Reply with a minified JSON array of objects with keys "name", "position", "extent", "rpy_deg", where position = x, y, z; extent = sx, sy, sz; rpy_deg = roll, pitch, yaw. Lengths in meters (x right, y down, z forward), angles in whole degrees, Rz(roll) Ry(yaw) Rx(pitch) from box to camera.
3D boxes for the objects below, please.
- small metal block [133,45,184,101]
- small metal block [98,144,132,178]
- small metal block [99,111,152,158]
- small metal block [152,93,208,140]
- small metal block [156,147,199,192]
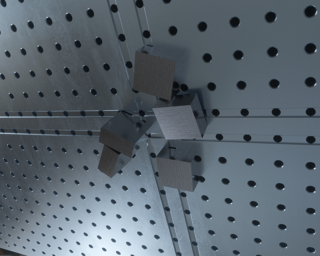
[{"name":"small metal block","position":[-0.003,-0.066,0.370],"extent":[0.050,0.025,0.050],"rpy_deg":[19,125,17]},{"name":"small metal block","position":[-0.059,0.036,0.445],"extent":[0.025,0.050,0.050],"rpy_deg":[33,130,13]},{"name":"small metal block","position":[-0.047,0.008,0.423],"extent":[0.050,0.050,0.025],"rpy_deg":[26,127,12]},{"name":"small metal block","position":[0.026,-0.013,0.383],"extent":[0.050,0.025,0.050],"rpy_deg":[-3,127,29]},{"name":"small metal block","position":[0.025,0.058,0.433],"extent":[0.050,0.025,0.050],"rpy_deg":[7,122,24]}]
